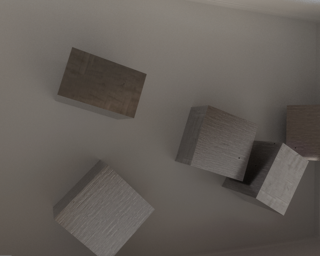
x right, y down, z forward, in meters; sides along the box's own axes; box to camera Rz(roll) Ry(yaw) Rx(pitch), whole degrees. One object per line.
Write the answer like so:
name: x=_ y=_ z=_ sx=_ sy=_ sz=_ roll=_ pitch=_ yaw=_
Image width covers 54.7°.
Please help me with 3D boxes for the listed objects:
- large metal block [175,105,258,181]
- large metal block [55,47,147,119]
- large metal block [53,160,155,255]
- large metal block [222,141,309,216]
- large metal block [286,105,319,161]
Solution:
large metal block: x=0.077 y=0.021 z=0.425 sx=0.081 sy=0.050 sz=0.080 roll=19 pitch=84 yaw=-19
large metal block: x=-0.071 y=-0.046 z=0.355 sx=0.081 sy=0.080 sz=0.050 roll=17 pitch=85 yaw=-19
large metal block: x=-0.068 y=0.097 z=0.372 sx=0.080 sy=0.050 sz=0.080 roll=-47 pitch=105 yaw=-14
large metal block: x=0.145 y=0.065 z=0.434 sx=0.050 sy=0.080 sz=0.080 roll=33 pitch=79 yaw=-17
large metal block: x=0.236 y=0.007 z=0.461 sx=0.050 sy=0.080 sz=0.080 roll=1 pitch=90 yaw=-55
